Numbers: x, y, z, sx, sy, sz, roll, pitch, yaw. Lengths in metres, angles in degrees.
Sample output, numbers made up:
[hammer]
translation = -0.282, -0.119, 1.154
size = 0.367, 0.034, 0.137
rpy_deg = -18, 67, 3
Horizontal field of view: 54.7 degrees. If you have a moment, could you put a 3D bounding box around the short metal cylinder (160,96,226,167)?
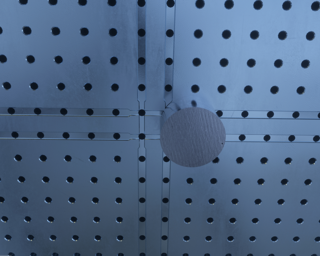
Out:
[short metal cylinder]
translation = 0.040, 0.004, 0.402
size = 0.081, 0.050, 0.079
rpy_deg = 0, 110, -1
